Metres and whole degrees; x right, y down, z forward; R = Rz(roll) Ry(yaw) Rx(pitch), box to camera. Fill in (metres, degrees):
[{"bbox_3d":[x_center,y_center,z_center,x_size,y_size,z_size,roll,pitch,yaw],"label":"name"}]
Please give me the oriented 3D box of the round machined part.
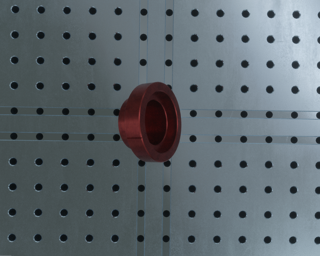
[{"bbox_3d":[-0.015,-0.006,0.385,0.042,0.099,0.097,-2,90,31],"label":"round machined part"}]
